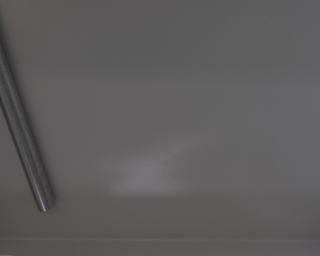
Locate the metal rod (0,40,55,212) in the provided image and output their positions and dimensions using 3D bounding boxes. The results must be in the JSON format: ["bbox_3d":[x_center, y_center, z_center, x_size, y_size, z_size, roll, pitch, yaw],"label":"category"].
[{"bbox_3d":[-0.190,-0.024,0.401,0.025,0.025,0.298,-9,110,3],"label":"metal rod"}]
